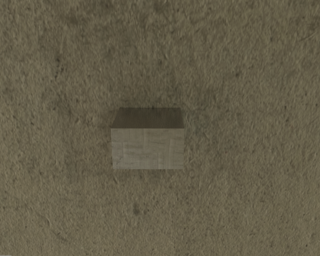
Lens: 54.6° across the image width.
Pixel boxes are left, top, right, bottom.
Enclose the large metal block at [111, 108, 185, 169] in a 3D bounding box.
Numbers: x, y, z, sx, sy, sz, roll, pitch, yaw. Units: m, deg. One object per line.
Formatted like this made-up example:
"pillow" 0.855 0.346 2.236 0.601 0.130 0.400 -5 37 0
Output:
"large metal block" -0.013 0.010 0.384 0.080 0.080 0.050 0 110 0
